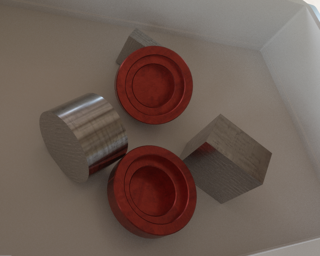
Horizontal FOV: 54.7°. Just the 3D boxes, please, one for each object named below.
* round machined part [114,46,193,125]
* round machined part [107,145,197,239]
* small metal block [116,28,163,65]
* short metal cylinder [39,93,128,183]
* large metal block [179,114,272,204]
[{"bbox_3d":[-0.011,-0.055,0.404,0.099,0.042,0.097,-2,96,-15],"label":"round machined part"},{"bbox_3d":[-0.012,0.072,0.344,0.099,0.042,0.098,15,57,-24],"label":"round machined part"},{"bbox_3d":[-0.027,-0.103,0.438,0.050,0.050,0.025,33,46,-7],"label":"small metal block"},{"bbox_3d":[-0.080,0.009,0.323,0.050,0.080,0.080,-33,81,-38],"label":"short metal cylinder"},{"bbox_3d":[0.077,0.041,0.388,0.080,0.080,0.050,37,51,-4],"label":"large metal block"}]
